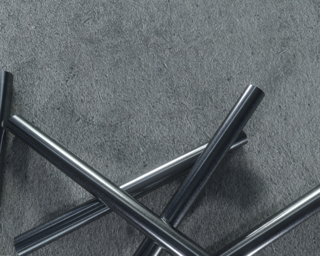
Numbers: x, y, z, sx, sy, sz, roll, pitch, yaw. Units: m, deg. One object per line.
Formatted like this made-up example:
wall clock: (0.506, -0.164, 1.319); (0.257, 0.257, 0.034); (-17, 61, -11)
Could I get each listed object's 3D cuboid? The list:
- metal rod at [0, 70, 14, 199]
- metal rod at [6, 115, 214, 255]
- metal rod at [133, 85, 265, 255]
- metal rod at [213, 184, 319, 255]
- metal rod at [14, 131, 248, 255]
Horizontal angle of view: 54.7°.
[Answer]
metal rod: (-0.209, 0.066, 0.382); (0.025, 0.025, 0.299); (-3, 70, -1)
metal rod: (-0.071, 0.066, 0.358); (0.300, 0.025, 0.025); (31, 73, 20)
metal rod: (0.034, 0.074, 0.362); (0.025, 0.025, 0.300); (34, 80, 11)
metal rod: (0.084, 0.146, 0.355); (0.302, 0.025, 0.025); (-29, 73, -10)
metal rod: (-0.027, 0.073, 0.381); (0.302, 0.025, 0.025); (-25, 72, -9)
